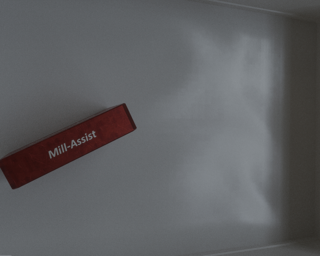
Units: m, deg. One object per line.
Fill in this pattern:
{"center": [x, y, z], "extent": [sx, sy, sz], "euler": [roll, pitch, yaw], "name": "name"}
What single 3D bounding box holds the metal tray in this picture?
{"center": [-0.099, 0.015, 0.339], "extent": [0.131, 0.090, 0.030], "euler": [-27, 99, -18], "name": "metal tray"}
